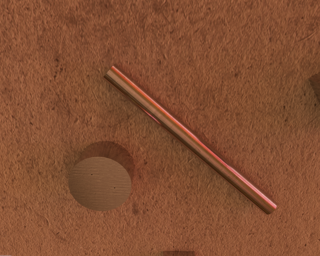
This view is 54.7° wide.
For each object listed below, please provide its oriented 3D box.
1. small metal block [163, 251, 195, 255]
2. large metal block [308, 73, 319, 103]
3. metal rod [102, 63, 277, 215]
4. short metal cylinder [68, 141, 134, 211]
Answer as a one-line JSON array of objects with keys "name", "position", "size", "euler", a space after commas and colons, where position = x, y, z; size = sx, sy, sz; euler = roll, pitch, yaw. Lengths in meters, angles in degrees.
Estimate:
[{"name": "small metal block", "position": [0.030, 0.225, 0.493], "size": [0.050, 0.025, 0.050], "euler": [0, 110, -1]}, {"name": "large metal block", "position": [0.247, -0.043, 0.383], "size": [0.080, 0.050, 0.080], "euler": [-30, 108, 10]}, {"name": "metal rod", "position": [0.049, 0.023, 0.418], "size": [0.300, 0.025, 0.025], "euler": [40, 105, -14]}, {"name": "short metal cylinder", "position": [-0.077, 0.064, 0.419], "size": [0.081, 0.050, 0.079], "euler": [0, 110, 0]}]
